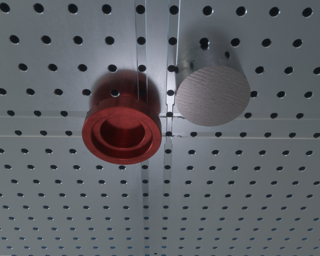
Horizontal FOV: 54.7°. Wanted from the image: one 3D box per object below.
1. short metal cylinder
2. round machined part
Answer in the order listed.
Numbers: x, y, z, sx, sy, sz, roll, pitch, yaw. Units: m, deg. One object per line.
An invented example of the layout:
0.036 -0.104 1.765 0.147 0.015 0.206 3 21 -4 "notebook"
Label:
0.058 -0.048 0.355 0.081 0.050 0.079 0 130 0 "short metal cylinder"
-0.047 -0.001 0.399 0.099 0.042 0.097 0 130 0 "round machined part"
